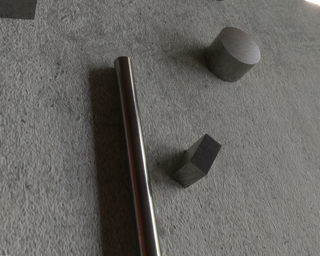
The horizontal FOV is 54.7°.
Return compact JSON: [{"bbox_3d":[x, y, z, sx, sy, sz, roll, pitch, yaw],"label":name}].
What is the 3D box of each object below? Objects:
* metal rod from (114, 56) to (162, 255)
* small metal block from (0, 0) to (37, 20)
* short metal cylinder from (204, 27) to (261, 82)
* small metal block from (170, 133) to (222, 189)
[{"bbox_3d":[-0.027,0.040,0.364,0.025,0.025,0.299,4,60,-26],"label":"metal rod"},{"bbox_3d":[-0.185,-0.165,0.389,0.050,0.050,0.025,-8,66,-32],"label":"small metal block"},{"bbox_3d":[0.123,-0.125,0.530,0.081,0.050,0.080,14,56,-21],"label":"short metal cylinder"},{"bbox_3d":[0.045,0.042,0.386,0.025,0.050,0.050,39,51,-3],"label":"small metal block"}]
